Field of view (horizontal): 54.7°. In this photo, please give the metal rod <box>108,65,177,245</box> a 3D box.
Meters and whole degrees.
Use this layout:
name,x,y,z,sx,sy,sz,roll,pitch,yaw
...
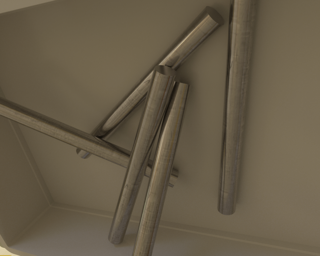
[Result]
name,x,y,z,sx,sy,sz,roll,pitch,yaw
metal rod,-0.032,0.057,0.414,0.025,0.025,0.298,26,124,12

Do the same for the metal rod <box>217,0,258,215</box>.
name,x,y,z,sx,sy,sz,roll,pitch,yaw
metal rod,0.085,-0.017,0.353,0.025,0.025,0.298,11,123,22

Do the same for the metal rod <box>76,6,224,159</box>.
name,x,y,z,sx,sy,sz,roll,pitch,yaw
metal rod,-0.034,-0.037,0.403,0.025,0.025,0.299,46,129,-4

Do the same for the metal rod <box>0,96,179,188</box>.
name,x,y,z,sx,sy,sz,roll,pitch,yaw
metal rod,-0.116,0.015,0.440,0.301,0.025,0.025,23,128,-1

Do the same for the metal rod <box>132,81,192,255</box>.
name,x,y,z,sx,sy,sz,roll,pitch,yaw
metal rod,-0.007,0.091,0.388,0.025,0.025,0.298,16,99,19
